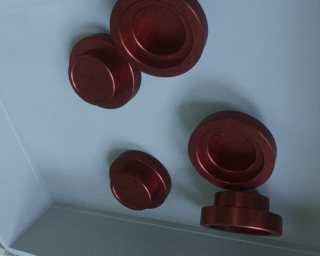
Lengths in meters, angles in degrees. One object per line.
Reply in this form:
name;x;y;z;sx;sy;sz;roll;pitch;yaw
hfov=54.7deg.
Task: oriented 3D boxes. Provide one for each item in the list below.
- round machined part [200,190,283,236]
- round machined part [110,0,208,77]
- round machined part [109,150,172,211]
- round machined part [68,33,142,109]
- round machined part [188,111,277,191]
round machined part;0.102;0.107;0.390;0.099;0.042;0.098;7;158;3
round machined part;0.002;-0.104;0.322;0.098;0.042;0.097;13;138;12
round machined part;-0.036;0.086;0.470;0.098;0.042;0.097;13;124;21
round machined part;-0.077;-0.068;0.397;0.098;0.042;0.097;13;124;21
round machined part;0.087;0.023;0.366;0.098;0.042;0.097;13;124;21
